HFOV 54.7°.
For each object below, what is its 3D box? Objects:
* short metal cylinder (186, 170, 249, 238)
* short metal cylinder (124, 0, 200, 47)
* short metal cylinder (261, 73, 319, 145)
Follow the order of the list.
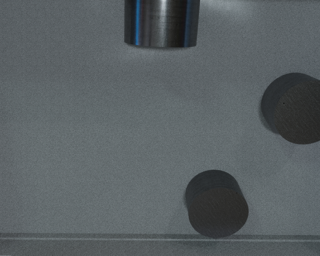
[{"bbox_3d":[0.078,0.106,0.438,0.081,0.050,0.079,0,110,0],"label":"short metal cylinder"},{"bbox_3d":[0.002,-0.118,0.338,0.081,0.080,0.050,3,110,-1],"label":"short metal cylinder"},{"bbox_3d":[0.175,-0.026,0.390,0.081,0.050,0.079,0,110,0],"label":"short metal cylinder"}]
